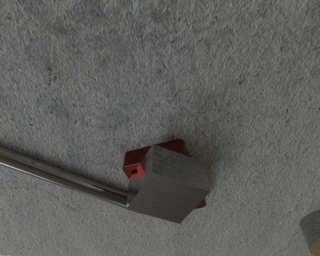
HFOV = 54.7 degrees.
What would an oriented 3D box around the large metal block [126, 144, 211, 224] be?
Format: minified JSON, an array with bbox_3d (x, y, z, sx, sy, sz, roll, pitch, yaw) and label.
[{"bbox_3d":[0.009,0.077,0.417,0.080,0.050,0.079,21,127,-17],"label":"large metal block"}]

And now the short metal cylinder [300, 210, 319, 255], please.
[{"bbox_3d":[0.301,0.189,0.555,0.081,0.050,0.079,0,130,0],"label":"short metal cylinder"}]

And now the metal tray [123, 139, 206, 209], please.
[{"bbox_3d":[0.010,0.081,0.472,0.090,0.030,0.130,-15,129,12],"label":"metal tray"}]

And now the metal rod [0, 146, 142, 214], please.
[{"bbox_3d":[-0.156,0.071,0.465,0.302,0.025,0.025,25,126,-20],"label":"metal rod"}]
